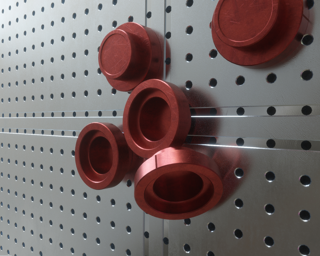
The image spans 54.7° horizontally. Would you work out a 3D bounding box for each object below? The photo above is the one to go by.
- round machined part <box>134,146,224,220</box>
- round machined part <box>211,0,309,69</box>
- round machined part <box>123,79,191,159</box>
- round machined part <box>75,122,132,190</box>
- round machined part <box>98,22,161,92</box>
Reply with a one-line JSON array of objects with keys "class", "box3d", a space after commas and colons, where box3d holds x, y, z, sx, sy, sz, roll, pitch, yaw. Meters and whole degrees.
[{"class": "round machined part", "box3d": [0.020, 0.059, 0.356, 0.098, 0.098, 0.042, -48, 28, 29]}, {"class": "round machined part", "box3d": [0.095, -0.113, 0.319, 0.098, 0.042, 0.097, 0, 90, 39]}, {"class": "round machined part", "box3d": [0.000, -0.010, 0.392, 0.098, 0.042, 0.097, -5, 83, 43]}, {"class": "round machined part", "box3d": [-0.080, 0.040, 0.462, 0.098, 0.042, 0.097, 0, 90, 39]}, {"class": "round machined part", "box3d": [-0.049, -0.100, 0.437, 0.098, 0.042, 0.097, 0, 90, 39]}]
